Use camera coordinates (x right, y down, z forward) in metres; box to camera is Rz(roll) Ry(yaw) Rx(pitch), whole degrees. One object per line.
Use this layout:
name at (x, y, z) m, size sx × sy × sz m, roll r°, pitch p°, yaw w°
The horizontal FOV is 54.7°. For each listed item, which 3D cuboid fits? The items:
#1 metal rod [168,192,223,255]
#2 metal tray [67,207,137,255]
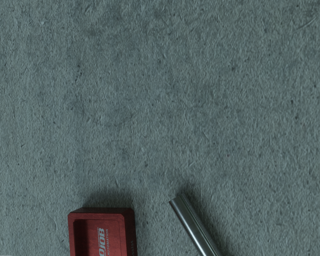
metal rod at (0.098, 0.214, 0.374) m, size 0.025 × 0.025 × 0.299 m, roll -35°, pitch 79°, yaw 17°
metal tray at (-0.079, 0.180, 0.433) m, size 0.090 × 0.030 × 0.129 m, roll -5°, pitch 88°, yaw 19°
